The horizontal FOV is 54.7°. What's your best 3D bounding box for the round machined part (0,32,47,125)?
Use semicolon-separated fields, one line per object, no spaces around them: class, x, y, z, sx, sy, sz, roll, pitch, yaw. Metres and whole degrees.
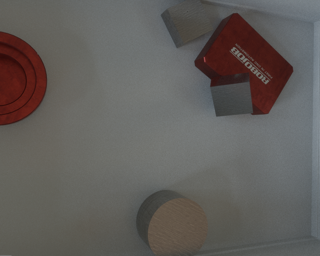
round machined part;-0.175;-0.051;0.337;0.099;0.042;0.097;0;90;-21

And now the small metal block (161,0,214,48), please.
small metal block;0.037;-0.145;0.425;0.050;0.025;0.050;-31;100;-18

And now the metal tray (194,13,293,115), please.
metal tray;0.126;-0.091;0.456;0.130;0.030;0.090;37;78;-17

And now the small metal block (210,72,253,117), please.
small metal block;0.099;-0.045;0.425;0.050;0.025;0.050;-5;128;18

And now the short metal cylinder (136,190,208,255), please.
short metal cylinder;0.015;0.126;0.404;0.081;0.050;0.079;0;90;-21
